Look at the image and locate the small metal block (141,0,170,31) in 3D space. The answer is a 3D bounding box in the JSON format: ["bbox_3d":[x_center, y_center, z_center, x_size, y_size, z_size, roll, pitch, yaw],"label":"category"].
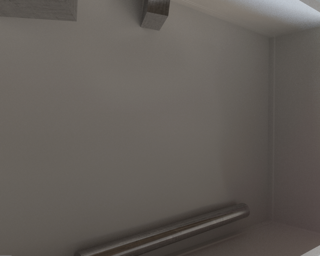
[{"bbox_3d":[-0.005,-0.155,0.383,0.025,0.050,0.050,7,86,-12],"label":"small metal block"}]

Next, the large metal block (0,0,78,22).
[{"bbox_3d":[-0.116,-0.143,0.268,0.081,0.050,0.079,2,90,-4],"label":"large metal block"}]

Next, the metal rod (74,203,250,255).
[{"bbox_3d":[0.028,0.144,0.432,0.302,0.025,0.025,-2,91,-40],"label":"metal rod"}]
